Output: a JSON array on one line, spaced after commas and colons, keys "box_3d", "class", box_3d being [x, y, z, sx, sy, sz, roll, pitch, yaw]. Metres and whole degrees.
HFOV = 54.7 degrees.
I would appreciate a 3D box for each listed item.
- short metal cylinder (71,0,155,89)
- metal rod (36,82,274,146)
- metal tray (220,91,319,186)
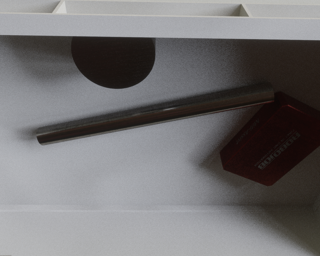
[{"box_3d": [-0.045, -0.087, 0.318, 0.081, 0.050, 0.079, 0, 130, 0], "class": "short metal cylinder"}, {"box_3d": [-0.012, -0.016, 0.395, 0.301, 0.025, 0.025, -11, 130, 8], "class": "metal rod"}, {"box_3d": [0.156, 0.021, 0.426, 0.091, 0.030, 0.129, 22, 127, -18], "class": "metal tray"}]
